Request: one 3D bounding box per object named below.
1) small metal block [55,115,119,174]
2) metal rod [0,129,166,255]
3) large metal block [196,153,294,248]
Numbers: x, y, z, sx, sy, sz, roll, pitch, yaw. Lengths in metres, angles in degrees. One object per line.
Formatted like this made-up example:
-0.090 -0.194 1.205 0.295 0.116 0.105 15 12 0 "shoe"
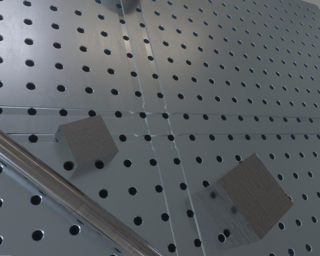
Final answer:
-0.083 0.017 0.353 0.050 0.025 0.050 -19 72 -35 "small metal block"
-0.068 0.090 0.316 0.300 0.025 0.025 38 51 -3 "metal rod"
0.108 0.090 0.395 0.081 0.050 0.080 -26 76 -37 "large metal block"
